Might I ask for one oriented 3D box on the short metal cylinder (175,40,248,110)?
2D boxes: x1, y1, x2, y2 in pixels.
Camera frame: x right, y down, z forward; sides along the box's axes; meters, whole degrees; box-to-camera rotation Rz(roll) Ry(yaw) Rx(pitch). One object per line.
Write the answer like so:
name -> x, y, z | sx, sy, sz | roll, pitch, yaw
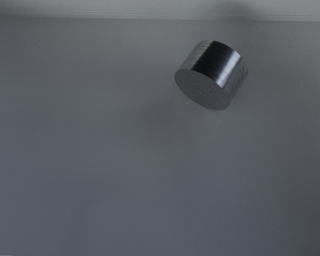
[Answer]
short metal cylinder -> 0.066, -0.067, 0.406 | 0.080, 0.080, 0.050 | 31, 73, 10
